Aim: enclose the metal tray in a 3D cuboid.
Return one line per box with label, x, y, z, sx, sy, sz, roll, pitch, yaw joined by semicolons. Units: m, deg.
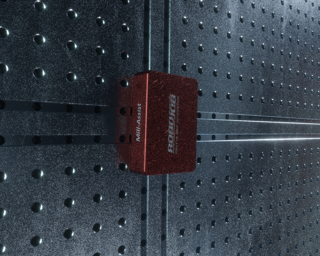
metal tray;0.008;-0.005;0.414;0.091;0.030;0.129;3;88;-40
